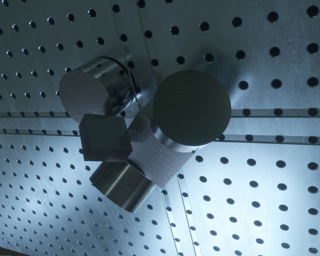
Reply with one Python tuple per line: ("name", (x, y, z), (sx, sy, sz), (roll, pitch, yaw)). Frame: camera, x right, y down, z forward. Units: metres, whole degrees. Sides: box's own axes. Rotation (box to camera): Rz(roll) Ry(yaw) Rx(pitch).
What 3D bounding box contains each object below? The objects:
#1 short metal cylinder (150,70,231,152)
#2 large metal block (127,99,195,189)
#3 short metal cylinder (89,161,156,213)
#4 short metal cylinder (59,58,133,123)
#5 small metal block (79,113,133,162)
("short metal cylinder", (0.030, -0.016, 0.336), (0.080, 0.080, 0.050), (37, 167, 3))
("large metal block", (-0.001, 0.018, 0.399), (0.080, 0.050, 0.080), (38, 129, 2))
("short metal cylinder", (-0.051, 0.074, 0.436), (0.080, 0.080, 0.050), (37, 84, 5))
("short metal cylinder", (-0.083, -0.046, 0.406), (0.080, 0.050, 0.079), (13, 124, 21))
("small metal block", (-0.065, 0.012, 0.368), (0.025, 0.050, 0.050), (-53, 44, 41))
